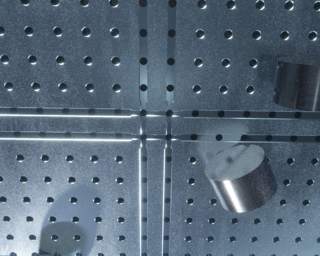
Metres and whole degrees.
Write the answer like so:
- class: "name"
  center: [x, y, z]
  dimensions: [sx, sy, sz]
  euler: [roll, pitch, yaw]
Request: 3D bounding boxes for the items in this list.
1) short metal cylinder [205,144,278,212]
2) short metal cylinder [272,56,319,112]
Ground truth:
- class: "short metal cylinder"
  center: [0.106, 0.064, 0.409]
  dimensions: [0.080, 0.080, 0.050]
  euler: [-24, 108, 8]
- class: "short metal cylinder"
  center: [0.177, -0.055, 0.365]
  dimensions: [0.081, 0.080, 0.050]
  euler: [0, 110, 0]
